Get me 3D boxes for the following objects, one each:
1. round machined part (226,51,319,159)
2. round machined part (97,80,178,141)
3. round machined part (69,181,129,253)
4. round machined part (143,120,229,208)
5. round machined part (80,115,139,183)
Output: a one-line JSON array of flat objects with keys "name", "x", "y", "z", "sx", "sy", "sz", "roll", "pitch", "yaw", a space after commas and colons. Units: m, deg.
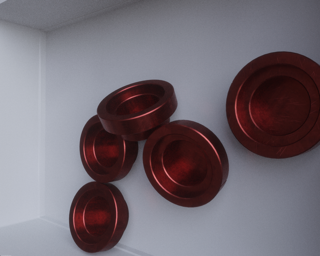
[{"name": "round machined part", "x": 0.117, "y": -0.021, "z": 0.298, "sx": 0.098, "sy": 0.042, "sz": 0.097, "roll": 0, "pitch": 90, "yaw": 39}, {"name": "round machined part", "x": -0.025, "y": -0.020, "z": 0.390, "sx": 0.098, "sy": 0.099, "sz": 0.042, "roll": 12, "pitch": 132, "yaw": 39}, {"name": "round machined part", "x": -0.085, "y": 0.129, "z": 0.454, "sx": 0.098, "sy": 0.042, "sz": 0.098, "roll": -10, "pitch": 72, "yaw": 34}, {"name": "round machined part", "x": 0.032, "y": 0.037, "z": 0.356, "sx": 0.098, "sy": 0.042, "sz": 0.097, "roll": 10, "pitch": 110, "yaw": 29}, {"name": "round machined part", "x": -0.070, "y": 0.029, "z": 0.451, "sx": 0.098, "sy": 0.042, "sz": 0.097, "roll": 0, "pitch": 90, "yaw": 39}]
